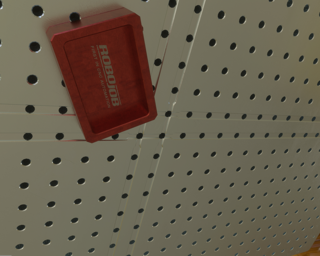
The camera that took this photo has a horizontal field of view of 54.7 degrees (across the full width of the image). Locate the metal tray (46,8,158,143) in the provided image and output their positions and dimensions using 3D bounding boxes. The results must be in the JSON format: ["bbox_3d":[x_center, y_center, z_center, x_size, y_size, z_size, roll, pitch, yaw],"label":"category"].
[{"bbox_3d":[-0.058,-0.055,0.343,0.091,0.030,0.129,-22,127,-16],"label":"metal tray"}]
